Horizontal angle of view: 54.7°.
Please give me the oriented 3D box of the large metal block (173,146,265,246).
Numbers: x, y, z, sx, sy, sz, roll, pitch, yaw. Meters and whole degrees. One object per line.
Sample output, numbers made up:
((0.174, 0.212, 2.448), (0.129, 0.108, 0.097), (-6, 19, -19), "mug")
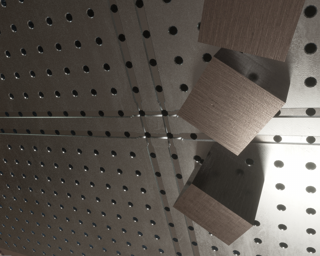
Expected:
((0.075, 0.081, 0.386), (0.080, 0.080, 0.050), (34, 129, 5), "large metal block")

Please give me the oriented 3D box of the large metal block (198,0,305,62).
((0.086, -0.114, 0.279), (0.080, 0.050, 0.079), (18, 126, 17), "large metal block")

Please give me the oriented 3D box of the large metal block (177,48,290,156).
((0.078, -0.031, 0.334), (0.080, 0.050, 0.079), (35, 129, 5), "large metal block")
